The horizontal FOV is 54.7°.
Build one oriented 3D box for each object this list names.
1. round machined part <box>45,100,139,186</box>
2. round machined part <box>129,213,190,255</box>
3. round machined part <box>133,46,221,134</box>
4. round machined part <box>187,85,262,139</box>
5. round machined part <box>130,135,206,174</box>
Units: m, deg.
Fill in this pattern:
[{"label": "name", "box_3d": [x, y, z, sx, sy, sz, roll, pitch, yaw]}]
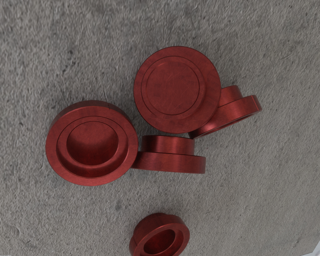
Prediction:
[{"label": "round machined part", "box_3d": [-0.077, 0.014, 0.353, 0.099, 0.042, 0.097, -6, 115, -12]}, {"label": "round machined part", "box_3d": [-0.005, 0.177, 0.503, 0.099, 0.042, 0.097, -14, 124, -21]}, {"label": "round machined part", "box_3d": [0.017, -0.042, 0.342, 0.098, 0.098, 0.042, -52, 171, 9]}, {"label": "round machined part", "box_3d": [0.077, -0.022, 0.401, 0.099, 0.098, 0.042, -20, 83, -16]}, {"label": "round machined part", "box_3d": [0.009, 0.033, 0.396, 0.099, 0.098, 0.042, 9, 82, -32]}]
